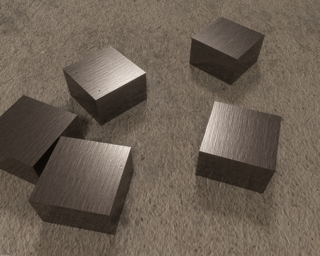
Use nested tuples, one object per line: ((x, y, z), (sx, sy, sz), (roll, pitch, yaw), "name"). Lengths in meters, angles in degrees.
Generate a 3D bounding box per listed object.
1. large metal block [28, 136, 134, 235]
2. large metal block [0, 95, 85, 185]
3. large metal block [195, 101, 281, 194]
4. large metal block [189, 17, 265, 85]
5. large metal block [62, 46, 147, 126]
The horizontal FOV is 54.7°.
((-0.079, 0.061, 0.335), (0.080, 0.050, 0.080), (9, 51, 7), "large metal block")
((-0.151, 0.015, 0.372), (0.080, 0.050, 0.080), (20, 53, 15), "large metal block")
((0.093, 0.021, 0.370), (0.080, 0.050, 0.080), (14, 51, 11), "large metal block")
((0.105, -0.124, 0.493), (0.080, 0.050, 0.080), (34, 57, 24), "large metal block")
((-0.076, -0.062, 0.438), (0.080, 0.050, 0.080), (-34, 58, -25), "large metal block")
